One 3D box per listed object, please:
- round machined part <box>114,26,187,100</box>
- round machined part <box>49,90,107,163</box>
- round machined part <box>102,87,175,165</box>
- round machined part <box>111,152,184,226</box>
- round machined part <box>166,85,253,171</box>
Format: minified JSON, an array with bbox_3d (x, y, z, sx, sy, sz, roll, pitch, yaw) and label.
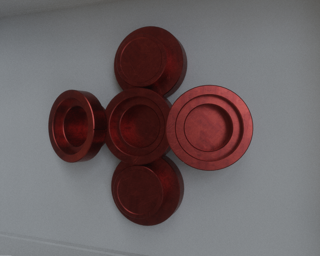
[{"bbox_3d":[-0.017,-0.085,0.406,0.098,0.042,0.097,0,90,20],"label":"round machined part"},{"bbox_3d":[-0.108,-0.002,0.429,0.098,0.042,0.097,0,90,37],"label":"round machined part"},{"bbox_3d":[-0.023,-0.002,0.407,0.098,0.042,0.097,0,90,20],"label":"round machined part"},{"bbox_3d":[-0.021,0.080,0.407,0.098,0.042,0.097,0,90,20],"label":"round machined part"},{"bbox_3d":[0.057,0.000,0.371,0.099,0.042,0.097,0,90,3],"label":"round machined part"}]
